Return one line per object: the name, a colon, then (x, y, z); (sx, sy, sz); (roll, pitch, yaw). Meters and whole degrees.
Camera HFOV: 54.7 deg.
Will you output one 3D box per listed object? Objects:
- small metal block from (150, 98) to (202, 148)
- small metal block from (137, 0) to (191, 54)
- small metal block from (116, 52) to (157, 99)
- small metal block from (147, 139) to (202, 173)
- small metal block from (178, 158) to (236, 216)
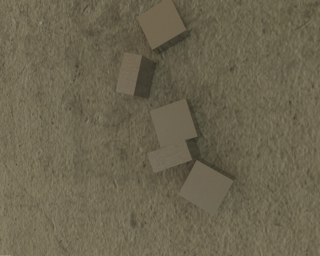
small metal block: (0.021, -0.006, 0.401); (0.050, 0.025, 0.050); (-19, 84, 18)
small metal block: (0.005, -0.133, 0.406); (0.050, 0.025, 0.050); (-27, 82, 17)
small metal block: (-0.030, -0.067, 0.405); (0.025, 0.050, 0.050); (14, 95, 19)
small metal block: (0.019, 0.034, 0.388); (0.050, 0.050, 0.025); (-22, 83, 18)
small metal block: (0.059, 0.073, 0.388); (0.050, 0.025, 0.050); (29, 99, 17)
